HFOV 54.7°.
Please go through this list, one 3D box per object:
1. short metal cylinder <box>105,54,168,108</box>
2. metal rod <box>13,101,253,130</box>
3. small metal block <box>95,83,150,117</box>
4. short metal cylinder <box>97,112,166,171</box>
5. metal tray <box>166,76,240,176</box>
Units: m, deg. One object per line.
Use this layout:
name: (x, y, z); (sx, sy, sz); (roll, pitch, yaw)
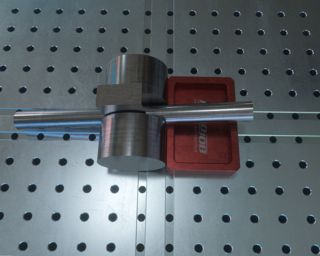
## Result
short metal cylinder: (-0.030, -0.052, 0.399); (0.081, 0.080, 0.050); (1, 70, 0)
metal rod: (-0.039, -0.015, 0.392); (0.301, 0.025, 0.025); (-2, 70, 8)
small metal block: (-0.041, -0.028, 0.358); (0.050, 0.050, 0.025); (-2, 70, 8)
short metal cylinder: (-0.033, 0.019, 0.375); (0.081, 0.080, 0.050); (1, 70, 0)
metal tray: (0.054, -0.004, 0.411); (0.091, 0.030, 0.130); (1, 70, 0)
